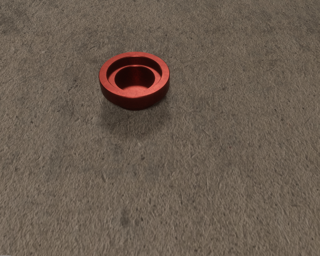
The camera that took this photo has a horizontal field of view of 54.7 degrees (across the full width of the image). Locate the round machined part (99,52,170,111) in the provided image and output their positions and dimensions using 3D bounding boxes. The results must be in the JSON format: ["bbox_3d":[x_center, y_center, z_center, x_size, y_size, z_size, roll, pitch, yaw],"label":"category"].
[{"bbox_3d":[-0.035,-0.063,0.445,0.099,0.042,0.098,0,50,0],"label":"round machined part"}]
